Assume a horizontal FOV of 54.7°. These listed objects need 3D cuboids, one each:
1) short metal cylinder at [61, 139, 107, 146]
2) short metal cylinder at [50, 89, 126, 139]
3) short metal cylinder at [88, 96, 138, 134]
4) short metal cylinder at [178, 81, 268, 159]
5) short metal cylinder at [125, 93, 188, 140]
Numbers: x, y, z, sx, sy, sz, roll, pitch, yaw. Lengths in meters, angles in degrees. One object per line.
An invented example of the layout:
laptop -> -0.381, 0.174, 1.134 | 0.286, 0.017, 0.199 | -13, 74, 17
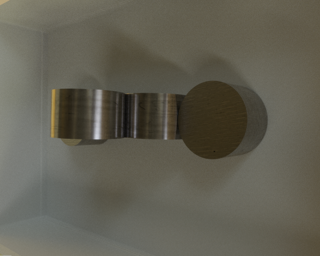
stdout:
short metal cylinder -> -0.118, -0.013, 0.486 | 0.080, 0.050, 0.080 | 0, 90, 40
short metal cylinder -> -0.080, -0.015, 0.345 | 0.080, 0.081, 0.050 | 2, 92, 40
short metal cylinder -> -0.066, -0.016, 0.423 | 0.080, 0.081, 0.050 | 2, 92, 40
short metal cylinder -> 0.067, -0.008, 0.333 | 0.080, 0.050, 0.080 | 0, 90, 40
short metal cylinder -> -0.004, -0.014, 0.372 | 0.080, 0.081, 0.050 | 2, 92, 40
